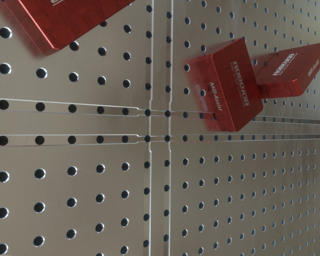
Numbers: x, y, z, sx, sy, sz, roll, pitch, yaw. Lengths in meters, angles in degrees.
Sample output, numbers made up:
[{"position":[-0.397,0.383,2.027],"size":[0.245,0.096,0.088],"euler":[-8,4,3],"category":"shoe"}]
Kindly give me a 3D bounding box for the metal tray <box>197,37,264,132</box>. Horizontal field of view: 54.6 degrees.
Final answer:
[{"position":[0.117,-0.069,0.503],"size":[0.091,0.030,0.129],"euler":[-35,111,-34],"category":"metal tray"}]

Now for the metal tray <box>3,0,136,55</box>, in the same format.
[{"position":[-0.093,-0.149,0.327],"size":[0.131,0.030,0.090],"euler":[-47,118,-30],"category":"metal tray"}]

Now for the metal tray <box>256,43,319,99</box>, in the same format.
[{"position":[0.230,-0.102,0.557],"size":[0.131,0.090,0.030],"euler":[-45,117,-31],"category":"metal tray"}]
